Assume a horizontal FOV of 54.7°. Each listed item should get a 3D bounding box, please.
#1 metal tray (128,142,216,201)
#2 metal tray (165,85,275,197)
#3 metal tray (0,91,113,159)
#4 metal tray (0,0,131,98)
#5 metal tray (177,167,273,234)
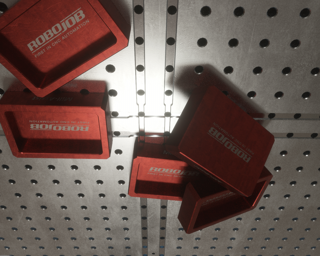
[{"bbox_3d":[0.021,0.070,0.468,0.131,0.030,0.089,7,130,-6],"label":"metal tray"},{"bbox_3d":[0.080,0.018,0.388,0.130,0.090,0.030,34,165,-26],"label":"metal tray"},{"bbox_3d":[-0.132,-0.001,0.405,0.131,0.030,0.089,1,130,-2],"label":"metal tray"},{"bbox_3d":[-0.108,-0.097,0.323,0.130,0.030,0.090,-26,126,20],"label":"metal tray"},{"bbox_3d":[0.096,0.103,0.462,0.131,0.030,0.089,-13,136,-23],"label":"metal tray"}]
